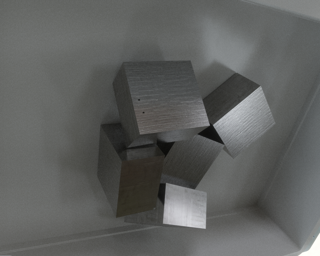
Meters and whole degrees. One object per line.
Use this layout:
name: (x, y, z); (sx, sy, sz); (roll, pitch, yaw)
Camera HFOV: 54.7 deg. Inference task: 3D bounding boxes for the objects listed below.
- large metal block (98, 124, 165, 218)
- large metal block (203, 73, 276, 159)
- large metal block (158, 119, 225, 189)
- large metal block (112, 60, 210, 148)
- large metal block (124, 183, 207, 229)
large metal block: (-0.040, 0.048, 0.381); (0.050, 0.080, 0.079); (-6, 121, -26)
large metal block: (0.107, -0.017, 0.441); (0.080, 0.050, 0.080); (-40, 130, -2)
large metal block: (0.028, 0.033, 0.430); (0.080, 0.050, 0.080); (21, 107, -36)
large metal block: (-0.001, -0.027, 0.348); (0.081, 0.080, 0.050); (-7, 163, -24)
large metal block: (0.008, 0.112, 0.439); (0.080, 0.080, 0.050); (21, 65, -38)
